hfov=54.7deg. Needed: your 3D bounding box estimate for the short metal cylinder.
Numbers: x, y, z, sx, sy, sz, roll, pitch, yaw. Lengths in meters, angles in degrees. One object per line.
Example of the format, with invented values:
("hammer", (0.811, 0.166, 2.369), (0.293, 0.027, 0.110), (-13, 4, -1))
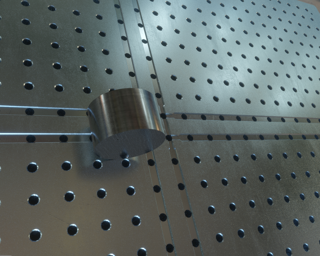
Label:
("short metal cylinder", (-0.039, -0.003, 0.355), (0.081, 0.080, 0.050), (-1, 62, -29))
